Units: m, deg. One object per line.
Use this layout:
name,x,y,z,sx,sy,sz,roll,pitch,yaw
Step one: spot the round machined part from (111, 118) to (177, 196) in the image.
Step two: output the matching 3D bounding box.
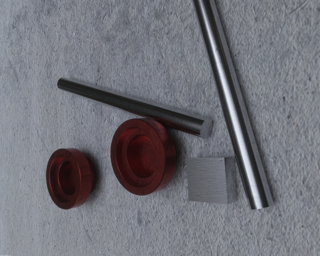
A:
round machined part,-0.017,0.036,0.406,0.098,0.042,0.097,3,95,40

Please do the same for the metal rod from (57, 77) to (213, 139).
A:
metal rod,-0.058,-0.038,0.452,0.300,0.025,0.025,19,102,38

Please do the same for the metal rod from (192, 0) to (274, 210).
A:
metal rod,0.071,-0.062,0.346,0.025,0.025,0.299,-22,76,38

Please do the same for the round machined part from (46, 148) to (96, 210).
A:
round machined part,-0.143,0.082,0.512,0.098,0.042,0.097,0,90,40

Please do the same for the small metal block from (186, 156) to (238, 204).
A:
small metal block,0.059,0.058,0.356,0.050,0.025,0.050,-6,87,39
